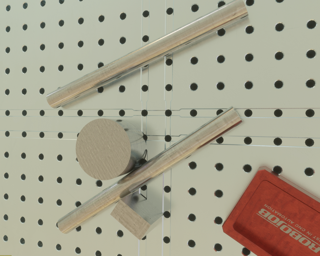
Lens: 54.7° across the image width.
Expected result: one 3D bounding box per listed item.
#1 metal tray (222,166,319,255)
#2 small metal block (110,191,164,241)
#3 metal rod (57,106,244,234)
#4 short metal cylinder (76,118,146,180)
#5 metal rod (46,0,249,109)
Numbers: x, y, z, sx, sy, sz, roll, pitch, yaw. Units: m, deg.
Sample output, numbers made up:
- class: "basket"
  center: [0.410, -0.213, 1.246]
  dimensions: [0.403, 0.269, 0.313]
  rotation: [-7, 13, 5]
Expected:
- class: "metal tray"
  center: [0.151, 0.116, 0.356]
  dimensions: [0.130, 0.030, 0.090]
  rotation: [32, 100, 16]
- class: "small metal block"
  center: [-0.029, 0.114, 0.409]
  dimensions: [0.050, 0.050, 0.025]
  rotation: [36, 102, 16]
- class: "metal rod"
  center: [-0.024, 0.064, 0.419]
  dimensions: [0.300, 0.025, 0.025]
  rotation: [-34, 79, 16]
- class: "short metal cylinder"
  center: [-0.066, 0.027, 0.421]
  dimensions: [0.080, 0.050, 0.079]
  rotation: [0, 90, 19]
- class: "metal rod"
  center: [-0.030, -0.094, 0.422]
  dimensions: [0.300, 0.025, 0.025]
  rotation: [-22, 83, 18]
